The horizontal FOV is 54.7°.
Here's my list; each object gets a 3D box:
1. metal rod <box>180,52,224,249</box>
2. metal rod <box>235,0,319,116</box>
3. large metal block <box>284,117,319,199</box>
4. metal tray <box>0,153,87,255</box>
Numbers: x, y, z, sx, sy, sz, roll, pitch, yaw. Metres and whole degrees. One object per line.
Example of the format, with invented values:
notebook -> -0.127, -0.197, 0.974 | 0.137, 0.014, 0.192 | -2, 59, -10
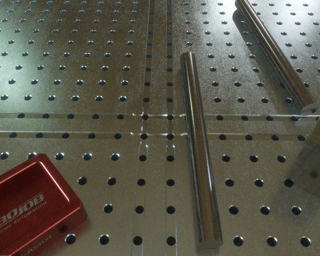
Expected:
metal rod -> 0.048, 0.002, 0.406 | 0.025, 0.025, 0.300 | -1, 50, -1
metal rod -> 0.185, -0.139, 0.525 | 0.025, 0.025, 0.300 | -7, 50, -6
large metal block -> 0.193, 0.024, 0.353 | 0.050, 0.080, 0.080 | 29, 56, 22
metal tray -> -0.157, 0.094, 0.323 | 0.131, 0.030, 0.090 | -33, 58, -25
